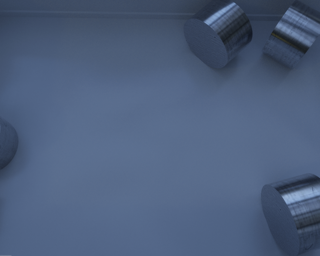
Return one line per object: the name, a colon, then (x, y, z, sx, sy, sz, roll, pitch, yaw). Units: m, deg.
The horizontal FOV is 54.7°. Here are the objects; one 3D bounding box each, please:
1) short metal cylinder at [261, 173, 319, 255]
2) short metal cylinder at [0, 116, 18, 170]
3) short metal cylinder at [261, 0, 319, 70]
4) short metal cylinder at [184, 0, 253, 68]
short metal cylinder: (0.156, 0.096, 0.347, 0.050, 0.080, 0.080, -14, 71, -5)
short metal cylinder: (-0.229, 0.015, 0.388, 0.081, 0.050, 0.080, 0, 70, 0)
short metal cylinder: (0.187, -0.128, 0.430, 0.050, 0.080, 0.080, 36, 74, 11)
short metal cylinder: (0.079, -0.130, 0.429, 0.050, 0.080, 0.080, -42, 76, -14)
